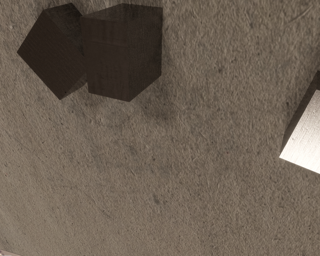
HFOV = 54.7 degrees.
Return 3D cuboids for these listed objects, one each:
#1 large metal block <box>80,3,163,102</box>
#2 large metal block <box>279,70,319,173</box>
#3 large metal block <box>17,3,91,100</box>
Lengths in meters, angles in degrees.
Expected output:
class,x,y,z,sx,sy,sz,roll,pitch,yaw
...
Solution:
class,x,y,z,sx,sy,sz,roll,pitch,yaw
large metal block,-0.037,-0.085,0.337,0.050,0.080,0.079,14,124,20
large metal block,0.174,0.001,0.300,0.080,0.050,0.079,23,127,14
large metal block,-0.120,-0.096,0.393,0.080,0.050,0.080,-34,99,38
